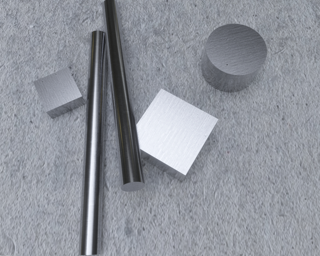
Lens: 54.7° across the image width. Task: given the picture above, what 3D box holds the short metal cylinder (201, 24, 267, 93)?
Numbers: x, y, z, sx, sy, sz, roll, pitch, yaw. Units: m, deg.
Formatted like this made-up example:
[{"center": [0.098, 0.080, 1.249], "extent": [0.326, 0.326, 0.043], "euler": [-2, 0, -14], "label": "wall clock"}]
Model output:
[{"center": [0.101, -0.096, 0.431], "extent": [0.081, 0.050, 0.080], "euler": [0, 70, 0], "label": "short metal cylinder"}]

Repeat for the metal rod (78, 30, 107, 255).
[{"center": [-0.085, 0.004, 0.405], "extent": [0.025, 0.025, 0.299], "euler": [-2, 70, -1], "label": "metal rod"}]

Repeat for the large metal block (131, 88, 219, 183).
[{"center": [0.015, 0.010, 0.391], "extent": [0.080, 0.050, 0.080], "euler": [30, 73, 10], "label": "large metal block"}]

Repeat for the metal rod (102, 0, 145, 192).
[{"center": [-0.052, -0.064, 0.396], "extent": [0.025, 0.025, 0.299], "euler": [-9, 58, -4], "label": "metal rod"}]

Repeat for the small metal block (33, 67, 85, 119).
[{"center": [-0.137, -0.048, 0.424], "extent": [0.050, 0.025, 0.050], "euler": [-26, 72, -10], "label": "small metal block"}]
